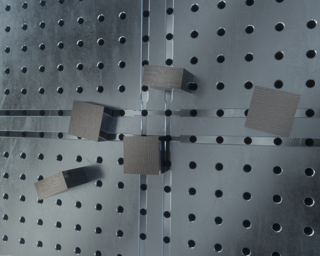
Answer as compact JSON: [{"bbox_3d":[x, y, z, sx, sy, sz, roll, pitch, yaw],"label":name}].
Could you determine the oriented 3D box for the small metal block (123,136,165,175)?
[{"bbox_3d":[-0.021,0.036,0.419,0.050,0.025,0.050,-1,90,19],"label":"small metal block"}]

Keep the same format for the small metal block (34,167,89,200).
[{"bbox_3d":[-0.142,0.079,0.448,0.050,0.050,0.025,-23,83,18],"label":"small metal block"}]

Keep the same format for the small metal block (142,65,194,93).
[{"bbox_3d":[0.011,-0.062,0.395,0.050,0.050,0.025,9,93,19],"label":"small metal block"}]

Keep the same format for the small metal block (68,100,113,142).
[{"bbox_3d":[-0.100,-0.010,0.447,0.050,0.025,0.050,13,94,19],"label":"small metal block"}]

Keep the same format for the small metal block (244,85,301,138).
[{"bbox_3d":[0.132,-0.019,0.366,0.050,0.025,0.050,15,95,19],"label":"small metal block"}]
